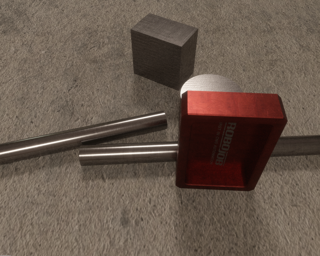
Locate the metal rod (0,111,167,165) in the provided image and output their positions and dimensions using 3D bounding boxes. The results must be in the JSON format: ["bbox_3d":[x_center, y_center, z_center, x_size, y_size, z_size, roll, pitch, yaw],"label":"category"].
[{"bbox_3d":[-0.139,0.020,0.384,0.302,0.025,0.025,-12,51,-11],"label":"metal rod"}]

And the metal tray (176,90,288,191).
[{"bbox_3d":[0.064,0.020,0.319,0.091,0.129,0.030,2,50,1],"label":"metal tray"}]

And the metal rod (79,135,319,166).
[{"bbox_3d":[0.056,0.027,0.381,0.302,0.025,0.025,-2,50,-3],"label":"metal rod"}]

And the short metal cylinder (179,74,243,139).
[{"bbox_3d":[0.066,-0.026,0.410,0.081,0.050,0.080,0,50,0],"label":"short metal cylinder"}]

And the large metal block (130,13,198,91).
[{"bbox_3d":[0.006,-0.113,0.463,0.080,0.080,0.050,24,54,18],"label":"large metal block"}]
